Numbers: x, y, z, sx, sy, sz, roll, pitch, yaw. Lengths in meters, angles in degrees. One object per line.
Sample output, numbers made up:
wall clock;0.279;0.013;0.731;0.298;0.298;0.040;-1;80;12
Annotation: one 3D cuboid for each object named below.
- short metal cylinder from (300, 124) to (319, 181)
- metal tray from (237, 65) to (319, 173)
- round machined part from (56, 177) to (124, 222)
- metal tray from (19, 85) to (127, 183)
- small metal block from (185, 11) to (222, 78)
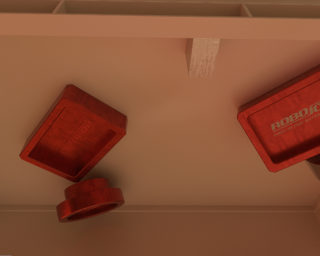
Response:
short metal cylinder;0.228;0.028;0.400;0.080;0.080;0.050;-30;124;23
metal tray;0.172;-0.013;0.373;0.130;0.030;0.090;-30;98;22
round machined part;-0.106;0.107;0.468;0.099;0.042;0.098;-17;160;-6
metal tray;-0.116;0.013;0.415;0.090;0.030;0.129;31;123;-25
small metal block;0.043;-0.087;0.320;0.025;0.050;0.050;2;130;-2
